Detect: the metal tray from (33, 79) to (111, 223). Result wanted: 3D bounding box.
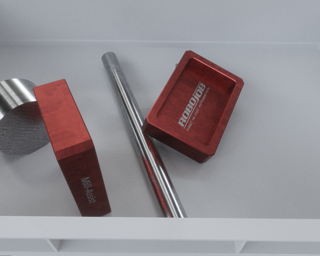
[{"bbox_3d":[-0.086,0.027,0.313,0.030,0.129,0.090,-21,53,-17],"label":"metal tray"}]

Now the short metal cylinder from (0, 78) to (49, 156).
[{"bbox_3d":[-0.170,-0.013,0.378,0.080,0.080,0.050,-33,58,-25],"label":"short metal cylinder"}]

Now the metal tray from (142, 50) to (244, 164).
[{"bbox_3d":[0.046,-0.031,0.400,0.090,0.030,0.130,29,61,-1],"label":"metal tray"}]

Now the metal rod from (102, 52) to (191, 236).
[{"bbox_3d":[-0.031,-0.004,0.407,0.025,0.025,0.299,-15,52,-13],"label":"metal rod"}]

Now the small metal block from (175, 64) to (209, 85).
[{"bbox_3d":[0.050,-0.072,0.466,0.050,0.025,0.050,-2,50,-2],"label":"small metal block"}]
